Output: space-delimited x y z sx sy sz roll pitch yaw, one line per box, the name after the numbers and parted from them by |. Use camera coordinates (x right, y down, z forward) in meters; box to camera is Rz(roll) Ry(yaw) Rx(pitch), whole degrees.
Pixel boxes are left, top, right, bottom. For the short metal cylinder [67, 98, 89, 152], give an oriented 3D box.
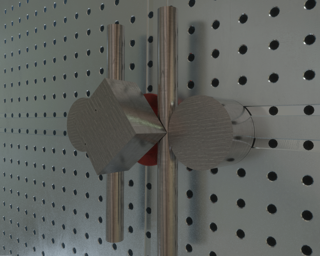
-0.097 -0.005 0.474 0.080 0.050 0.080 0 90 40 | short metal cylinder

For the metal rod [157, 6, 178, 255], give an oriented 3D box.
0.009 0.006 0.375 0.025 0.025 0.298 0 90 40 | metal rod

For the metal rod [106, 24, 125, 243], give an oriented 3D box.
-0.063 0.007 0.434 0.025 0.025 0.298 1 90 40 | metal rod

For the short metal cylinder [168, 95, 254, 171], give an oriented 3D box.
0.056 0.005 0.346 0.080 0.050 0.080 0 90 40 | short metal cylinder

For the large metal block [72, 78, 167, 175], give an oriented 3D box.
-0.051 -0.001 0.374 0.080 0.050 0.080 -46 63 30 | large metal block

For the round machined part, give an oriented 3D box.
-0.018 0.002 0.414 0.098 0.042 0.097 0 90 40 | round machined part
